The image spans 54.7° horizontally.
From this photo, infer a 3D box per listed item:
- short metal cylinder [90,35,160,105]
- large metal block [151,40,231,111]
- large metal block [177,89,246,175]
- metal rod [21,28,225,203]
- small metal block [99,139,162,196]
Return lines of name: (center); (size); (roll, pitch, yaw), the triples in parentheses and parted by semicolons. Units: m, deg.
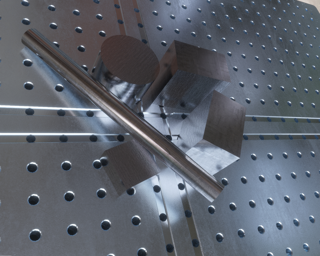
short metal cylinder: (-0.047, -0.077, 0.415); (0.081, 0.050, 0.080); (14, 56, -21)
large metal block: (0.040, -0.069, 0.438); (0.081, 0.080, 0.050); (9, 58, -24)
large metal block: (0.063, 0.011, 0.401); (0.050, 0.080, 0.080); (28, 52, -12)
metal rod: (-0.050, -0.020, 0.369); (0.300, 0.025, 0.025); (40, 50, 8)
small metal block: (-0.035, 0.044, 0.364); (0.050, 0.025, 0.050); (-22, 74, -36)
